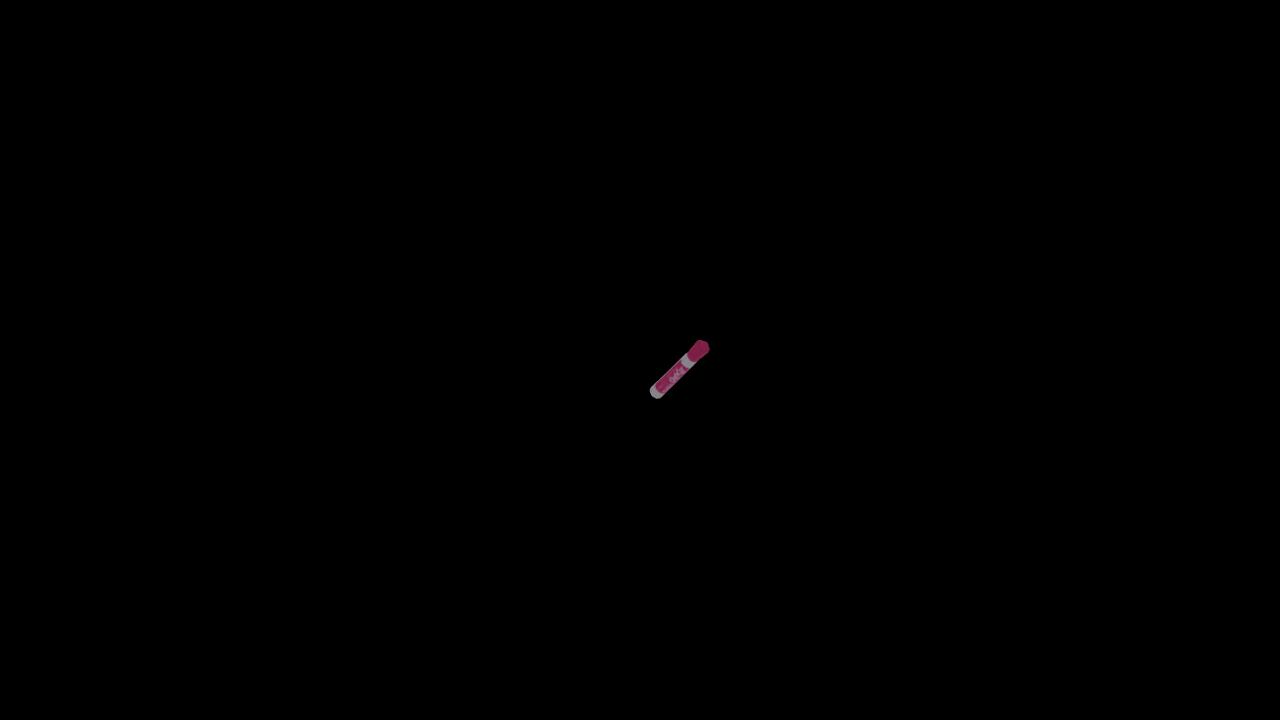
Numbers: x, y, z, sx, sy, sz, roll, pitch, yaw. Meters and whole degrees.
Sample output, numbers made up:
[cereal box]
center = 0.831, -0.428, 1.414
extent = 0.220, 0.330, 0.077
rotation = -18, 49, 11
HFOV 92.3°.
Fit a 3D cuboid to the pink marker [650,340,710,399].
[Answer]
[pink marker]
center = 0.048, 0.012, 0.752
extent = 0.020, 0.020, 0.121
rotation = 0, -30, -32
